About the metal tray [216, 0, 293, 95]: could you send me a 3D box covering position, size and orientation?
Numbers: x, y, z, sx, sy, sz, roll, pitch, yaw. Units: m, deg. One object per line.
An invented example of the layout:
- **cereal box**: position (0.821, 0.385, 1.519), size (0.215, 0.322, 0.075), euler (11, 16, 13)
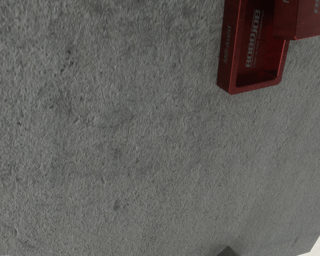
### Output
- **metal tray**: position (0.125, -0.114, 0.403), size (0.091, 0.030, 0.129), euler (-14, 125, -21)

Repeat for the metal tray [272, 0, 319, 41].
- **metal tray**: position (0.177, -0.176, 0.367), size (0.091, 0.030, 0.129), euler (-19, 117, -34)

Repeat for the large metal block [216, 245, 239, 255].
- **large metal block**: position (0.147, 0.312, 0.668), size (0.080, 0.050, 0.080), euler (-41, 130, -1)
